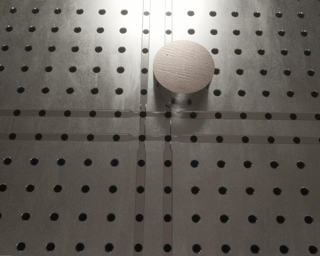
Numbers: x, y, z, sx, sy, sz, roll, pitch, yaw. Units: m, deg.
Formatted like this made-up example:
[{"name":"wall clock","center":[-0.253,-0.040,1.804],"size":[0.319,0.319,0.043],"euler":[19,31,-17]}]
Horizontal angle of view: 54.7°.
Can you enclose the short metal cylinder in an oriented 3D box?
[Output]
[{"name":"short metal cylinder","center":[0.031,-0.072,0.425],"size":[0.081,0.050,0.080],"euler":[0,70,-1]}]
